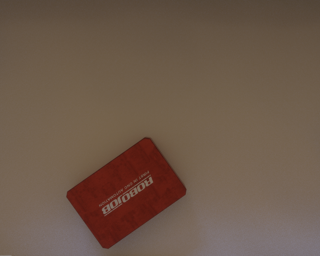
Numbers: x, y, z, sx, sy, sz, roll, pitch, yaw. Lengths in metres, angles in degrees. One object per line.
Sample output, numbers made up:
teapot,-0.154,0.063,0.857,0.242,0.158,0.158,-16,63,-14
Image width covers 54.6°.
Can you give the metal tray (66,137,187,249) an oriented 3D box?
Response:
metal tray,-0.043,0.083,0.409,0.130,0.030,0.090,-35,90,0
